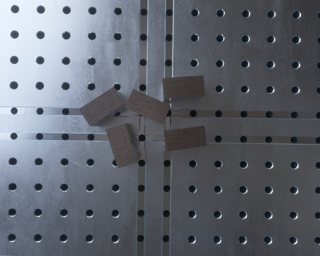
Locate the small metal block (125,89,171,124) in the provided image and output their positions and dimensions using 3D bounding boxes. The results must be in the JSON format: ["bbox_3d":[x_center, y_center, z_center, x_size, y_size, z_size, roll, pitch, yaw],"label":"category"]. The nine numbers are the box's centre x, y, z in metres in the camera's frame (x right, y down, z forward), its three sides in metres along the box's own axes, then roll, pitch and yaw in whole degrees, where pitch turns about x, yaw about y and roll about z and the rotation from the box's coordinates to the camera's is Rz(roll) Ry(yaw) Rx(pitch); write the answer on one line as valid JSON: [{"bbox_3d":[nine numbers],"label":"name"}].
[{"bbox_3d":[-0.015,-0.026,0.401,0.050,0.050,0.025,24,90,-1],"label":"small metal block"}]

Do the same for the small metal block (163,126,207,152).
[{"bbox_3d":[0.031,0.013,0.401,0.050,0.050,0.025,-8,90,0],"label":"small metal block"}]

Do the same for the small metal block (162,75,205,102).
[{"bbox_3d":[0.029,-0.050,0.401,0.050,0.050,0.025,-4,90,-1],"label":"small metal block"}]

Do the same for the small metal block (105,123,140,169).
[{"bbox_3d":[-0.047,0.022,0.400,0.025,0.050,0.050,-18,90,0],"label":"small metal block"}]

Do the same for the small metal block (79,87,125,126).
[{"bbox_3d":[-0.071,-0.026,0.400,0.050,0.050,0.025,-33,90,0],"label":"small metal block"}]
